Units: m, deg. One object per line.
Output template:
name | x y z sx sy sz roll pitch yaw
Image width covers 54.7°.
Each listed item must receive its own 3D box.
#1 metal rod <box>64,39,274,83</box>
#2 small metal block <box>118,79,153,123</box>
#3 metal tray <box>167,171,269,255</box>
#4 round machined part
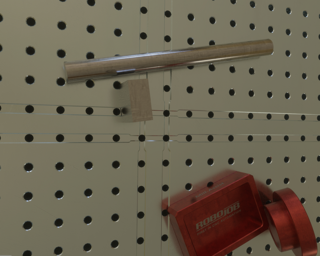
metal rod | 0.026 -0.095 0.423 0.303 0.025 0.025 -12 94 -20
small metal block | -0.032 -0.033 0.388 0.025 0.050 0.050 -8 93 -20
metal tray | 0.086 0.129 0.443 0.131 0.030 0.090 -22 98 -19
round machined part | 0.182 0.140 0.448 0.042 0.098 0.097 -17 97 5
